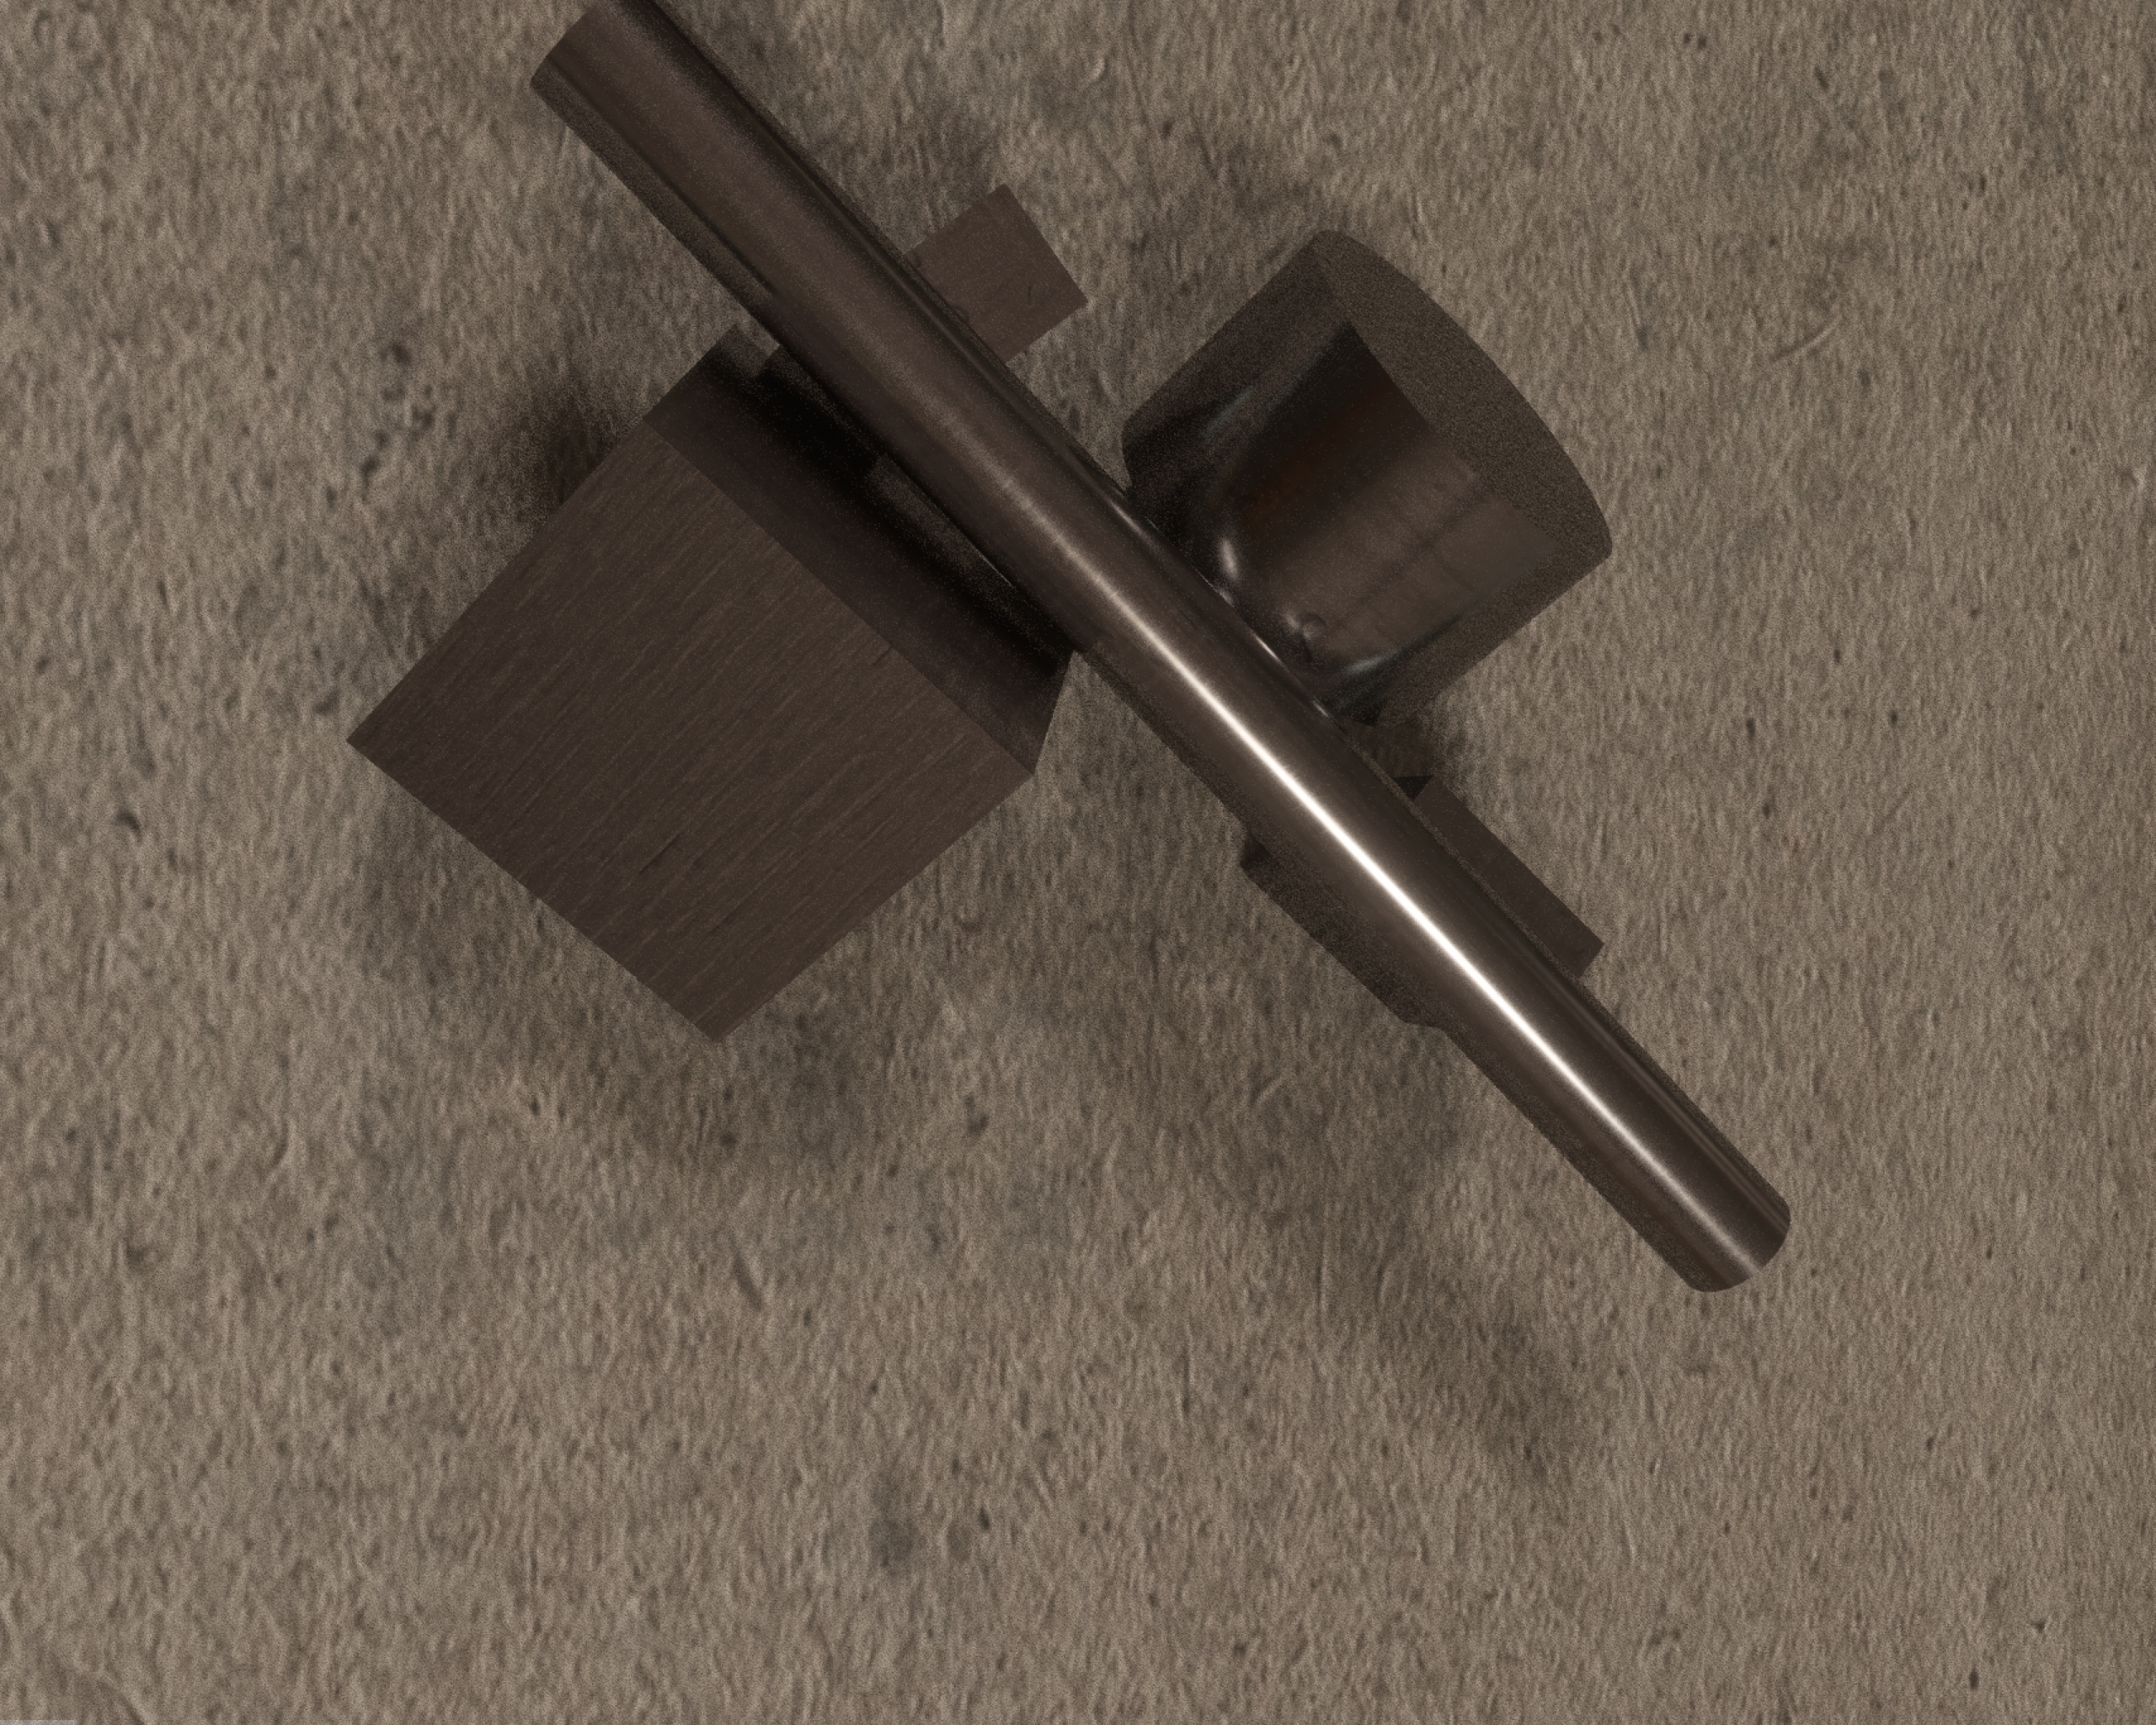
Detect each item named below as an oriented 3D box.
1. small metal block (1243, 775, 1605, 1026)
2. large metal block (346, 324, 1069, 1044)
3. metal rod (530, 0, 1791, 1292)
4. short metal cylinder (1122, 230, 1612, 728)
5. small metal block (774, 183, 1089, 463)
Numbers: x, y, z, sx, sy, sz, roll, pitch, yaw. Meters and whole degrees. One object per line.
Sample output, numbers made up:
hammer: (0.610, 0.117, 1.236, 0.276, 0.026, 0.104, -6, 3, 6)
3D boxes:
small metal block: (0.069, 0.009, 0.420, 0.050, 0.050, 0.025, 43, 77, -16)
large metal block: (-0.060, -0.029, 0.357, 0.080, 0.050, 0.080, 43, 117, -16)
metal rod: (0.025, -0.029, 0.367, 0.300, 0.025, 0.025, 45, 76, -15)
short metal cylinder: (0.055, -0.072, 0.396, 0.080, 0.080, 0.050, 41, 118, -16)
small metal block: (-0.033, -0.094, 0.386, 0.050, 0.050, 0.025, -40, 103, -16)
